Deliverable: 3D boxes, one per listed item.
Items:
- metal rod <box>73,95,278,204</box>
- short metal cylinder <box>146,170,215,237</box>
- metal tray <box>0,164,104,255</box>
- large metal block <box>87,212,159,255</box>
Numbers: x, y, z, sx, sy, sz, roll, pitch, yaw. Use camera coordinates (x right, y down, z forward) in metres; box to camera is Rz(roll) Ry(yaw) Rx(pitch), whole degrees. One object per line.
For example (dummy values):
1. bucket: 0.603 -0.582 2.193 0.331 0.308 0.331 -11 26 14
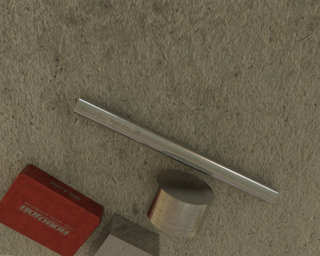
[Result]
1. metal rod: 0.028 0.034 0.422 0.301 0.025 0.025 26 108 -10
2. short metal cylinder: 0.027 0.099 0.417 0.080 0.080 0.050 16 109 -6
3. metal tray: -0.160 0.123 0.451 0.130 0.030 0.090 35 106 -12
4. large metal block: -0.056 0.188 0.465 0.080 0.050 0.080 31 107 -11
